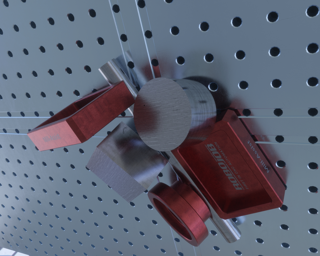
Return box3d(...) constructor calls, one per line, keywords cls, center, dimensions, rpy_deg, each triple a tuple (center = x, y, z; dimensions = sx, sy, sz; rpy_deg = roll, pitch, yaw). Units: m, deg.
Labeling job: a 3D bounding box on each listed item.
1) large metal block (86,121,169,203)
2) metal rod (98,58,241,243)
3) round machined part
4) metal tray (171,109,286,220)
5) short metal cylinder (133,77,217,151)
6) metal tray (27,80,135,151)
box3d(cls="large metal block", center=(-0.047, 0.049, 0.422), dimensions=(0.080, 0.050, 0.080), rpy_deg=(41, 147, 0))
box3d(cls="metal rod", center=(0.019, 0.038, 0.419), dimensions=(0.025, 0.025, 0.299), rpy_deg=(-28, 103, 37))
box3d(cls="round machined part", center=(0.031, 0.112, 0.430), dimensions=(0.098, 0.042, 0.098), rpy_deg=(42, 159, 21))
box3d(cls="metal tray", center=(0.084, 0.051, 0.390), dimensions=(0.090, 0.030, 0.130), rpy_deg=(-28, 103, 37))
box3d(cls="short metal cylinder", center=(0.016, -0.016, 0.353), dimensions=(0.080, 0.050, 0.079), rpy_deg=(5, 97, 39))
box3d(cls="metal tray", center=(-0.102, -0.013, 0.392), dimensions=(0.130, 0.090, 0.030), rpy_deg=(-11, 115, 48))
